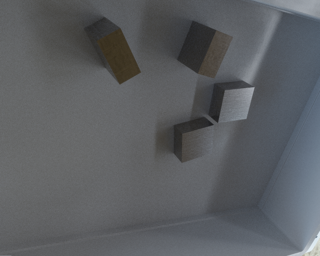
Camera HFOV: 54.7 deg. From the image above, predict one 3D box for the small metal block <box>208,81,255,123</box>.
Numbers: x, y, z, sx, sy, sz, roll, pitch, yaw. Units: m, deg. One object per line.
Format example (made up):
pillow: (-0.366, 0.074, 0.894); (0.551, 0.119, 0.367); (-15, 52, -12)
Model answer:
small metal block: (0.101, -0.038, 0.440); (0.050, 0.025, 0.050); (-8, 122, -24)

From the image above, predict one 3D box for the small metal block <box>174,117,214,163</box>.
small metal block: (0.048, 0.017, 0.445); (0.050, 0.025, 0.050); (-15, 125, -20)

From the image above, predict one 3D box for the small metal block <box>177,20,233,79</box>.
small metal block: (0.051, -0.092, 0.363); (0.025, 0.050, 0.050); (9, 114, -32)

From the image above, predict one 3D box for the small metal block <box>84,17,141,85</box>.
small metal block: (-0.049, -0.079, 0.316); (0.025, 0.050, 0.050); (-32, 129, -8)
